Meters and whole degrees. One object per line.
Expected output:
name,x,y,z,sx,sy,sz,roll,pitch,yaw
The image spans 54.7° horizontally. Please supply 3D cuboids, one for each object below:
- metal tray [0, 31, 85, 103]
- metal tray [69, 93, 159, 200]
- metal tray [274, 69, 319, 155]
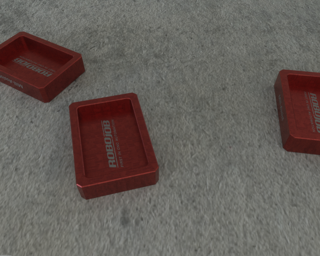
metal tray,-0.196,-0.098,0.479,0.130,0.030,0.090,24,54,18
metal tray,-0.060,0.016,0.385,0.091,0.030,0.130,-11,51,-10
metal tray,0.211,-0.024,0.422,0.091,0.030,0.130,6,50,5
